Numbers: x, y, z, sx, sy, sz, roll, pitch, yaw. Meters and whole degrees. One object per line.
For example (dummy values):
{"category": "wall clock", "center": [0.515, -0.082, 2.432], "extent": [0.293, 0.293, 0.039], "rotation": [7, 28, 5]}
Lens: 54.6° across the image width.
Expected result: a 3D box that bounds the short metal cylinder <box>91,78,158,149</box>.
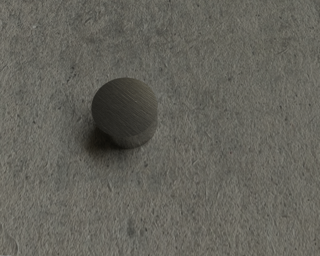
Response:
{"category": "short metal cylinder", "center": [-0.043, -0.018, 0.401], "extent": [0.080, 0.050, 0.080], "rotation": [0, 70, 0]}
